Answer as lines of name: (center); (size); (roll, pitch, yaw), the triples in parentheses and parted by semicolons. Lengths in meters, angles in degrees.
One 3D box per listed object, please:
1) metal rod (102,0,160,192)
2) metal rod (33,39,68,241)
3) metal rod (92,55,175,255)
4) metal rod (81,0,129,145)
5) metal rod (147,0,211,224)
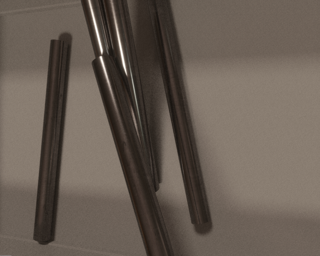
metal rod: (-0.035, -0.054, 0.358); (0.025, 0.025, 0.298); (0, 115, 20)
metal rod: (-0.165, 0.020, 0.466); (0.025, 0.025, 0.298); (6, 92, 19)
metal rod: (-0.017, 0.065, 0.305); (0.025, 0.025, 0.299); (-22, 76, 18)
metal rod: (-0.061, -0.079, 0.361); (0.025, 0.025, 0.298); (-1, 117, 20)
metal rod: (0.023, -0.028, 0.401); (0.025, 0.025, 0.298); (-13, 86, 19)
